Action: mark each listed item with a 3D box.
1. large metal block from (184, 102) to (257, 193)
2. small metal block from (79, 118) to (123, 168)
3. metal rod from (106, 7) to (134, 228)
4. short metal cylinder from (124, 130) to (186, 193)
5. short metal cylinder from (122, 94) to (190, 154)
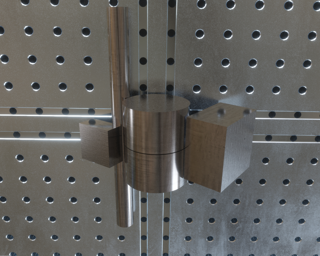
[{"bbox_3d":[0.074,0.020,0.380,0.050,0.081,0.079,16,115,35],"label":"large metal block"},{"bbox_3d":[-0.077,0.019,0.403,0.050,0.025,0.050,13,113,32],"label":"small metal block"},{"bbox_3d":[-0.050,0.000,0.408,0.025,0.025,0.298,0,110,0],"label":"metal rod"},{"bbox_3d":[-0.005,0.040,0.394,0.081,0.080,0.050,1,110,-1],"label":"short metal cylinder"},{"bbox_3d":[-0.005,-0.007,0.377,0.081,0.080,0.050,1,110,-1],"label":"short metal cylinder"}]
